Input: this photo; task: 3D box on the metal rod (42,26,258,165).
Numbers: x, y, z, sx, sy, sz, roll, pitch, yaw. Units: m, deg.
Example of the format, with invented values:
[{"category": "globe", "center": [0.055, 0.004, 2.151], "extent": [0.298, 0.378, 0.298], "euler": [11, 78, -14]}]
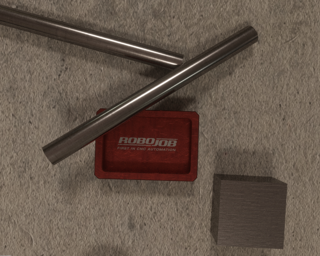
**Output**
[{"category": "metal rod", "center": [-0.004, -0.046, 0.385], "extent": [0.301, 0.025, 0.025], "euler": [-32, 90, -10]}]

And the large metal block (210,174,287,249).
[{"category": "large metal block", "center": [0.112, 0.105, 0.399], "extent": [0.081, 0.050, 0.079], "euler": [3, 90, -1]}]

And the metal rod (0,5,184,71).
[{"category": "metal rod", "center": [-0.117, -0.124, 0.408], "extent": [0.302, 0.025, 0.025], "euler": [15, 90, -1]}]

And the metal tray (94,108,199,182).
[{"category": "metal tray", "center": [-0.017, 0.022, 0.407], "extent": [0.131, 0.030, 0.089], "euler": [2, 90, -1]}]
